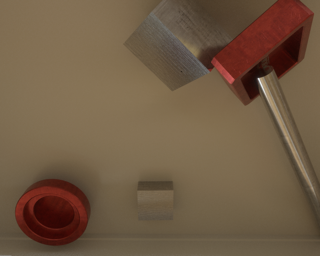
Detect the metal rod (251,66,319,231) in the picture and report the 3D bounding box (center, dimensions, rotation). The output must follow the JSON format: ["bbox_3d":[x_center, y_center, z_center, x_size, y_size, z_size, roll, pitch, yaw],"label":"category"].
[{"bbox_3d":[0.188,0.050,0.410,0.025,0.025,0.299,-29,116,10],"label":"metal rod"}]

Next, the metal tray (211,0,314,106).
[{"bbox_3d":[0.111,-0.073,0.332,0.090,0.130,0.030,-41,72,13],"label":"metal tray"}]

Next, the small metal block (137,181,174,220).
[{"bbox_3d":[-0.006,0.106,0.450,0.050,0.025,0.050,0,110,-1],"label":"small metal block"}]

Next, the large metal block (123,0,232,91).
[{"bbox_3d":[0.017,-0.094,0.340,0.080,0.080,0.050,42,67,-14],"label":"large metal block"}]

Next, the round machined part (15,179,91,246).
[{"bbox_3d":[-0.149,0.115,0.443,0.099,0.042,0.097,0,110,-1],"label":"round machined part"}]
